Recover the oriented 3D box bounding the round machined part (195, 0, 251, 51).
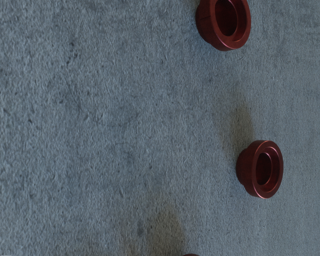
[{"bbox_3d":[0.092,-0.165,0.470,0.099,0.042,0.097,0,90,-40],"label":"round machined part"}]

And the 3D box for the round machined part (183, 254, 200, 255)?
[{"bbox_3d":[0.033,0.221,0.421,0.099,0.042,0.097,0,90,-40],"label":"round machined part"}]

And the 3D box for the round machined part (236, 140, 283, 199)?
[{"bbox_3d":[0.169,0.070,0.535,0.099,0.042,0.097,0,90,-40],"label":"round machined part"}]
